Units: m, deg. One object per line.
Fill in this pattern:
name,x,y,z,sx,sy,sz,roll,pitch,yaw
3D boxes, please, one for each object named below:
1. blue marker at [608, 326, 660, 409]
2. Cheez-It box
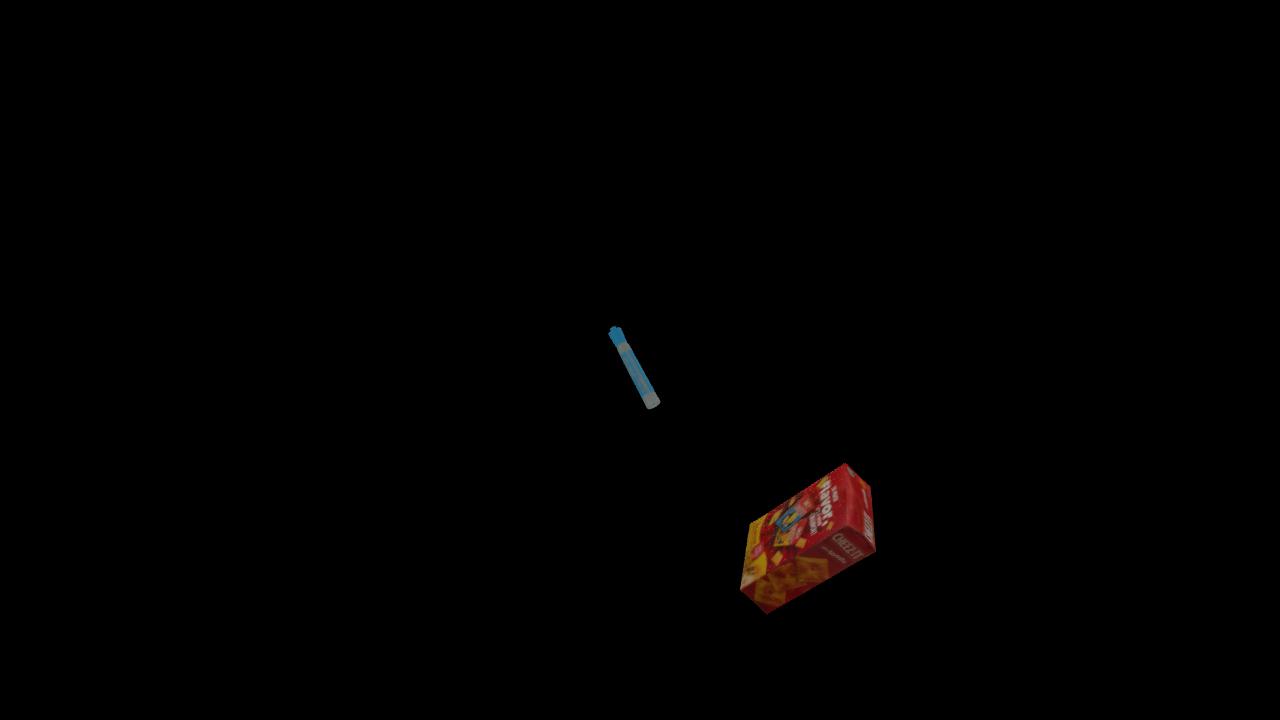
blue marker,-0.009,0.007,0.781,0.020,0.121,0.020,-24,-23,-11
Cheez-It box,0.269,0.286,0.996,0.223,0.071,0.166,-44,7,28
